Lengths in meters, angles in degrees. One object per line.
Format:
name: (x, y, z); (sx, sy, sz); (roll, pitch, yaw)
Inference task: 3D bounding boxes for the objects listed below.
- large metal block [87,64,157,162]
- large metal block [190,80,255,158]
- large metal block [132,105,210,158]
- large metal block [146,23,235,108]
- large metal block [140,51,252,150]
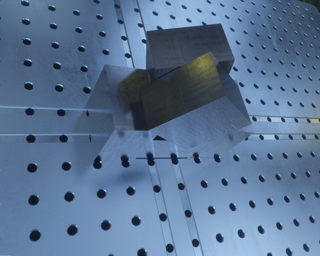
large metal block: (-0.046, -0.014, 0.358); (0.050, 0.080, 0.080); (2, 61, -28)
large metal block: (0.071, -0.012, 0.420); (0.050, 0.080, 0.080); (4, 60, -27)
large metal block: (0.007, -0.008, 0.400); (0.081, 0.050, 0.080); (3, 61, -27)
large metal block: (0.028, -0.066, 0.348); (0.081, 0.080, 0.050); (-8, 64, -7)
large metal block: (0.039, -0.023, 0.323); (0.080, 0.080, 0.050); (30, 42, -54)
